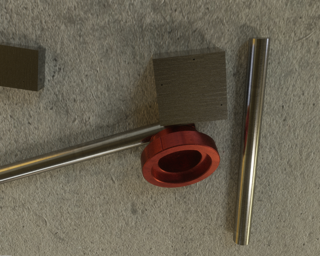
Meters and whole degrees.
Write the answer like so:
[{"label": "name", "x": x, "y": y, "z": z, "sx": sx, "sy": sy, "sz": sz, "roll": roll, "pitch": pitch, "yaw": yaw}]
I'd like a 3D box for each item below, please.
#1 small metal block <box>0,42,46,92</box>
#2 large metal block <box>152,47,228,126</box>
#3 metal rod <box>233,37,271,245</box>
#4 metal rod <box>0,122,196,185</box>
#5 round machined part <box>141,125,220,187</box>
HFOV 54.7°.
[{"label": "small metal block", "x": -0.171, "y": -0.075, "z": 0.380, "sx": 0.050, "sy": 0.025, "sz": 0.050, "roll": 8, "pitch": 110, "yaw": -4}, {"label": "large metal block", "x": 0.036, "y": -0.052, "z": 0.378, "sx": 0.080, "sy": 0.050, "sz": 0.079, "roll": -6, "pitch": 110, "yaw": 2}, {"label": "metal rod", "x": 0.122, "y": 0.032, "z": 0.423, "sx": 0.025, "sy": 0.025, "sz": 0.298, "roll": -1, "pitch": 110, "yaw": 0}, {"label": "metal rod", "x": -0.100, "y": 0.032, "z": 0.420, "sx": 0.301, "sy": 0.025, "sz": 0.025, "roll": -16, "pitch": 110, "yaw": 5}, {"label": "round machined part", "x": 0.024, "y": 0.034, "z": 0.399, "sx": 0.099, "sy": 0.042, "sz": 0.097, "roll": -7, "pitch": 141, "yaw": -6}]
